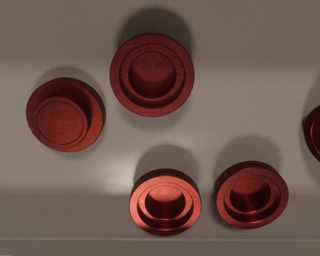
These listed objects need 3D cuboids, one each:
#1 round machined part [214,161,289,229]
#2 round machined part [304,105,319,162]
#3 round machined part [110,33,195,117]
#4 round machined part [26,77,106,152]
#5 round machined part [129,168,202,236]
[{"bbox_3d":[0.125,0.089,0.437,0.099,0.042,0.097,0,110,-1],"label":"round machined part"},{"bbox_3d":[0.238,0.007,0.389,0.042,0.098,0.097,-24,113,-30],"label":"round machined part"},{"bbox_3d":[-0.009,-0.066,0.378,0.099,0.042,0.097,0,110,-1],"label":"round machined part"},{"bbox_3d":[-0.122,-0.013,0.396,0.099,0.042,0.097,0,110,-1],"label":"round machined part"},{"bbox_3d":[0.007,0.100,0.439,0.099,0.042,0.097,0,110,-1],"label":"round machined part"}]
